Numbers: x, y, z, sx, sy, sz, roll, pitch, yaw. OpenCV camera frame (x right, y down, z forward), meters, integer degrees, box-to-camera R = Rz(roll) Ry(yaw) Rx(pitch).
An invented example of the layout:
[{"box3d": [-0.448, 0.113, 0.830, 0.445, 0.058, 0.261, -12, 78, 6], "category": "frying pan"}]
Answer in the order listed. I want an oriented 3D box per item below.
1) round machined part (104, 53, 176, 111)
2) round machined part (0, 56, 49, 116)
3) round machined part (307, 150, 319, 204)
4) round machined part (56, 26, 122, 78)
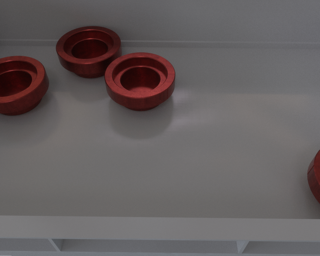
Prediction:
[{"box3d": [-0.028, -0.062, 0.446, 0.099, 0.042, 0.098, 0, 50, 0], "category": "round machined part"}, {"box3d": [-0.208, -0.056, 0.439, 0.099, 0.042, 0.098, 0, 50, 0], "category": "round machined part"}, {"box3d": [0.213, 0.065, 0.341, 0.099, 0.042, 0.098, 0, 50, 0], "category": "round machined part"}, {"box3d": [-0.110, -0.116, 0.491, 0.099, 0.042, 0.098, 0, 50, 0], "category": "round machined part"}]
